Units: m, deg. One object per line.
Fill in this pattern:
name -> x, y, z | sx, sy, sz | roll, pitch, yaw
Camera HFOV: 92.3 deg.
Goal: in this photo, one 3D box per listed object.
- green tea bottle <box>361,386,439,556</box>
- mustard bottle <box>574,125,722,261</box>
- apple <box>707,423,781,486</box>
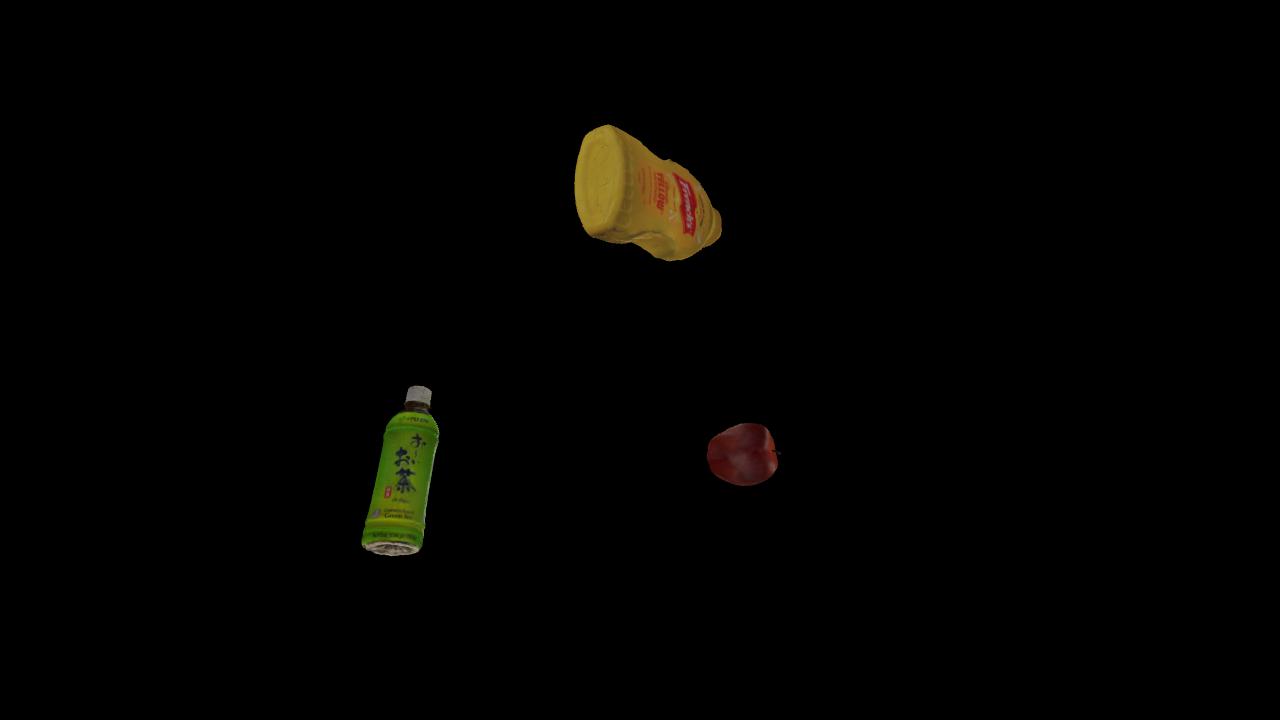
green tea bottle -> -0.296, 0.132, 0.776 | 0.073, 0.212, 0.073 | -2, -28, -1
mustard bottle -> 0.021, -0.137, 0.557 | 0.054, 0.092, 0.184 | -13, -12, 37
apple -> 0.134, 0.123, 0.794 | 0.093, 0.079, 0.079 | -10, -3, 19
